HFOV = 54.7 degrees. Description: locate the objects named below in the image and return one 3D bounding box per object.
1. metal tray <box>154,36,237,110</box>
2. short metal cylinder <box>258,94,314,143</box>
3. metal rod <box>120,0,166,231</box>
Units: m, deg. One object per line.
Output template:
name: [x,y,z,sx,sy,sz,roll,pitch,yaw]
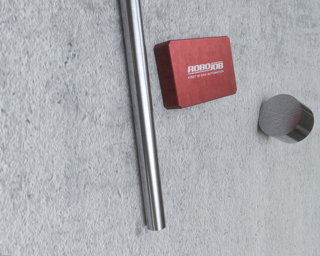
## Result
metal tray: [0.056,-0.083,0.451,0.131,0.030,0.089,-18,101,-39]
short metal cylinder: [0.229,-0.016,0.565,0.050,0.080,0.080,21,77,-39]
metal rod: [-0.021,-0.019,0.388,0.025,0.025,0.298,-11,97,-40]
